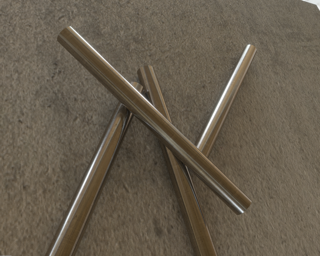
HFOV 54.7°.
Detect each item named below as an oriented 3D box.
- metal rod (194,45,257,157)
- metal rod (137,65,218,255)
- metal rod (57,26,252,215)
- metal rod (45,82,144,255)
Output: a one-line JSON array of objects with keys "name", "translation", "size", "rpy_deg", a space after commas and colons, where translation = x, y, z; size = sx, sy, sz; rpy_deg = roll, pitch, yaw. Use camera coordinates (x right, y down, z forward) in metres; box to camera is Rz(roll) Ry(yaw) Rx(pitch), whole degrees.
[{"name": "metal rod", "translation": [0.108, -0.049, 0.493], "size": [0.025, 0.025, 0.301], "rpy_deg": [37, 51, -4]}, {"name": "metal rod", "translation": [0.022, 0.049, 0.386], "size": [0.025, 0.025, 0.299], "rpy_deg": [-4, 64, -30]}, {"name": "metal rod", "translation": [-0.008, -0.010, 0.373], "size": [0.300, 0.025, 0.025], "rpy_deg": [44, 51, 2]}, {"name": "metal rod", "translation": [-0.072, 0.060, 0.329], "size": [0.025, 0.025, 0.300], "rpy_deg": [28, 52, -11]}]
